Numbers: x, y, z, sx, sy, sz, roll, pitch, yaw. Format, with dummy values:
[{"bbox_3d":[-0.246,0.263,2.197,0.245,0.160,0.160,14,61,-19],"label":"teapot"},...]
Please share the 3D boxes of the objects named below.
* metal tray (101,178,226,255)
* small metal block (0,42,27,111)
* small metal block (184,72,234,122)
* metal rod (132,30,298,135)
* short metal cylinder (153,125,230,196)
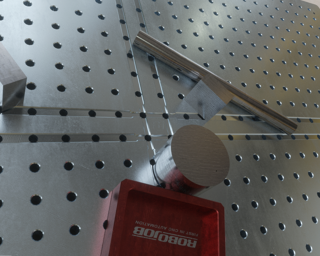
[{"bbox_3d":[0.008,0.116,0.338,0.131,0.030,0.090,18,55,-18],"label":"metal tray"},{"bbox_3d":[-0.171,-0.054,0.333,0.025,0.050,0.050,-32,80,-38],"label":"small metal block"},{"bbox_3d":[0.071,-0.045,0.458,0.050,0.050,0.025,45,51,3],"label":"small metal block"},{"bbox_3d":[0.094,-0.069,0.500,0.301,0.025,0.025,28,52,-10],"label":"metal rod"},{"bbox_3d":[0.039,0.043,0.387,0.081,0.050,0.080,14,56,-21],"label":"short metal cylinder"}]
